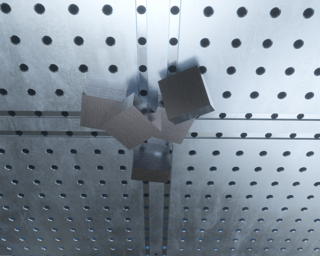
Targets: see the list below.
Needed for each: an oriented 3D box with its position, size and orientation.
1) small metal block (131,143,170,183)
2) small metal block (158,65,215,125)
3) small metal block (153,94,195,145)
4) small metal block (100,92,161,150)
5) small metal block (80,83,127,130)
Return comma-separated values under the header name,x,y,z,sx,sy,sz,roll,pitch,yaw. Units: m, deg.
name,x,y,z,sx,sy,sz,roll,pitch,yaw
small metal block,-0.013,0.048,0.436,0.050,0.050,0.025,7,130,-6
small metal block,0.030,-0.037,0.360,0.050,0.050,0.025,-20,161,16
small metal block,0.013,-0.010,0.403,0.050,0.025,0.050,15,129,-13
small metal block,-0.034,-0.007,0.373,0.050,0.025,0.050,-31,124,23
small metal block,-0.071,-0.025,0.390,0.050,0.025,0.050,9,130,-8
